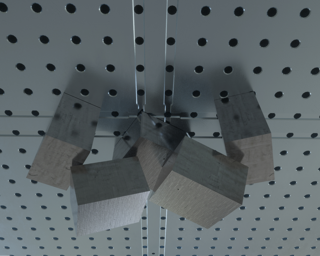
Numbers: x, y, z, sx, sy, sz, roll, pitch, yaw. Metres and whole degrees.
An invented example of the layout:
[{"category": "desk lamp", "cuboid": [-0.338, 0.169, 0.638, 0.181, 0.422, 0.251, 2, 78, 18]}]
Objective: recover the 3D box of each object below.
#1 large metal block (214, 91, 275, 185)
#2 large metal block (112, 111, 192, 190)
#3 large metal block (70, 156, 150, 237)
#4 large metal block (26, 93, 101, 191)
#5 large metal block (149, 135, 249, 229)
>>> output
[{"category": "large metal block", "cuboid": [0.105, 0.014, 0.389, 0.050, 0.080, 0.080, -13, 129, 10]}, {"category": "large metal block", "cuboid": [-0.011, 0.035, 0.424, 0.080, 0.050, 0.080, 26, 125, -21]}, {"category": "large metal block", "cuboid": [-0.065, 0.084, 0.380, 0.081, 0.050, 0.079, -7, 141, -22]}, {"category": "large metal block", "cuboid": [-0.119, 0.017, 0.388, 0.050, 0.080, 0.080, 24, 126, -19]}, {"category": "large metal block", "cuboid": [0.043, 0.066, 0.361, 0.080, 0.050, 0.080, 27, 140, -3]}]
